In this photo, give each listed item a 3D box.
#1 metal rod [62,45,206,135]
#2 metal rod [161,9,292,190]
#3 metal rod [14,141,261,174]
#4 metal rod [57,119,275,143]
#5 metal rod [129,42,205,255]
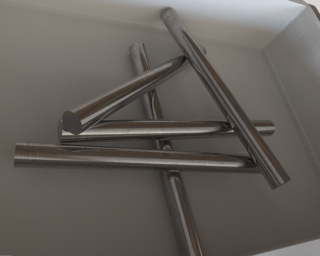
[{"bbox_3d":[-0.008,-0.066,0.407,0.025,0.025,0.302,46,40,4],"label":"metal rod"},{"bbox_3d":[0.078,-0.054,0.423,0.025,0.025,0.299,-12,62,-33],"label":"metal rod"},{"bbox_3d":[0.001,0.037,0.353,0.302,0.025,0.025,5,60,-23],"label":"metal rod"},{"bbox_3d":[0.030,0.002,0.389,0.303,0.025,0.025,-1,62,-29],"label":"metal rod"},{"bbox_3d":[0.002,0.012,0.400,0.025,0.025,0.299,-1,62,-29],"label":"metal rod"}]
